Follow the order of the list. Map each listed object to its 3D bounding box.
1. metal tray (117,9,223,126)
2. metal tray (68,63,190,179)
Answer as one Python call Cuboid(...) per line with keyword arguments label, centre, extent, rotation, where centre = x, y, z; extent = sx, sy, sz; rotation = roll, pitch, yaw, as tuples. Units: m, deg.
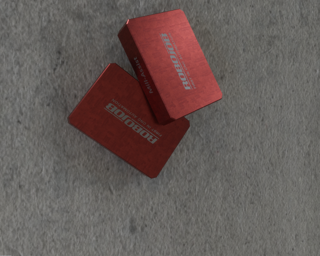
Cuboid(label="metal tray", centre=(0.015, -0.079, 0.392), extent=(0.091, 0.030, 0.129), rotation=(-25, 90, -32))
Cuboid(label="metal tray", centre=(-0.037, -0.007, 0.394), extent=(0.130, 0.030, 0.090), rotation=(37, 78, -17))
